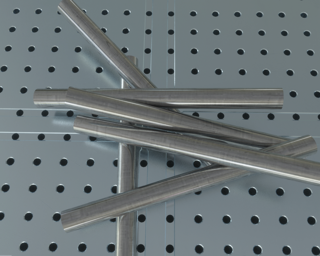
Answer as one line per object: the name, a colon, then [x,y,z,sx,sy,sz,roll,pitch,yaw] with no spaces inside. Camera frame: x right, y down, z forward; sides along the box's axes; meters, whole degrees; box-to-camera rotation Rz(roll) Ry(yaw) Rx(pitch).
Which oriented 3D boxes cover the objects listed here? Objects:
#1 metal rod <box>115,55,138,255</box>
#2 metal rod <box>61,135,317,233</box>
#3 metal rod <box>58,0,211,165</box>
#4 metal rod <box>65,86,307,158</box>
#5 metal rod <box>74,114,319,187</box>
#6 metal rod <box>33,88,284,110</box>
metal rod: [-0.041,0.043,0.395,0.025,0.025,0.299,-1,70,0]
metal rod: [0.038,0.062,0.360,0.302,0.025,0.025,-16,71,-5]
metal rod: [-0.027,-0.059,0.409,0.025,0.025,0.300,-42,84,-14]
metal rod: [0.040,-0.002,0.376,0.302,0.025,0.025,13,70,-10]
metal rod: [0.038,0.023,0.358,0.301,0.025,0.025,11,70,16]
metal rod: [-0.009,-0.036,0.380,0.301,0.025,0.025,1,70,9]
